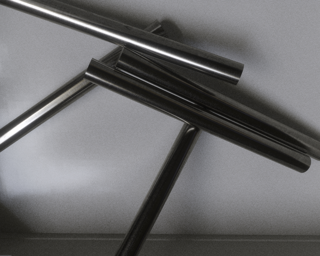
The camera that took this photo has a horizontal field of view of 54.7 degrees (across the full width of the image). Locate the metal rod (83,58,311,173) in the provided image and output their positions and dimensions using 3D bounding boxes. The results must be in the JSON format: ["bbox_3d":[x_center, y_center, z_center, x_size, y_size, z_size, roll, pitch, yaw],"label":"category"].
[{"bbox_3d":[0.057,-0.008,0.373,0.302,0.025,0.025,23,109,-15],"label":"metal rod"}]

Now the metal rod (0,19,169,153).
[{"bbox_3d":[-0.122,-0.040,0.395,0.300,0.025,0.025,-32,107,11],"label":"metal rod"}]

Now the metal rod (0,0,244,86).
[{"bbox_3d":[-0.054,-0.109,0.348,0.301,0.025,0.025,19,109,1],"label":"metal rod"}]

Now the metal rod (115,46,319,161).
[{"bbox_3d":[0.089,-0.023,0.383,0.302,0.025,0.025,23,109,-16],"label":"metal rod"}]

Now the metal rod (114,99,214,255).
[{"bbox_3d":[-0.010,0.096,0.380,0.025,0.025,0.299,30,82,-10],"label":"metal rod"}]
